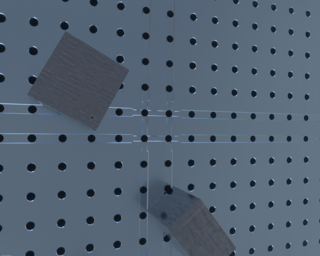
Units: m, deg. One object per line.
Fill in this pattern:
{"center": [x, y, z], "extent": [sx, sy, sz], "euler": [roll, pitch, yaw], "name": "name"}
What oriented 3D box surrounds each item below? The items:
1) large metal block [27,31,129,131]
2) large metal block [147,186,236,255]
{"center": [-0.095, -0.051, 0.364], "extent": [0.080, 0.050, 0.080], "euler": [30, 80, -18], "name": "large metal block"}
{"center": [0.037, 0.128, 0.397], "extent": [0.050, 0.080, 0.080], "euler": [-39, 103, -16], "name": "large metal block"}
